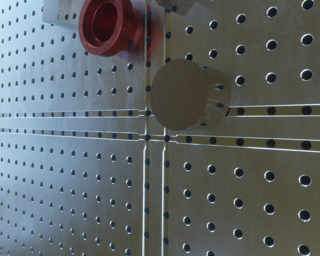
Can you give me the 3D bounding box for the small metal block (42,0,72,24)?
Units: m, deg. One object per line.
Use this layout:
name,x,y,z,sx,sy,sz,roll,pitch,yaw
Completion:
small metal block,-0.187,-0.217,0.560,0.050,0.025,0.050,11,97,39

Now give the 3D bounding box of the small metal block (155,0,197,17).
small metal block,0.010,-0.171,0.383,0.025,0.050,0.050,-44,64,31

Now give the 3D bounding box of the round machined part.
round machined part,-0.073,-0.153,0.456,0.098,0.042,0.097,0,90,39

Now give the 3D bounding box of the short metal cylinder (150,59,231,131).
short metal cylinder,0.035,-0.037,0.363,0.080,0.050,0.079,0,90,39
